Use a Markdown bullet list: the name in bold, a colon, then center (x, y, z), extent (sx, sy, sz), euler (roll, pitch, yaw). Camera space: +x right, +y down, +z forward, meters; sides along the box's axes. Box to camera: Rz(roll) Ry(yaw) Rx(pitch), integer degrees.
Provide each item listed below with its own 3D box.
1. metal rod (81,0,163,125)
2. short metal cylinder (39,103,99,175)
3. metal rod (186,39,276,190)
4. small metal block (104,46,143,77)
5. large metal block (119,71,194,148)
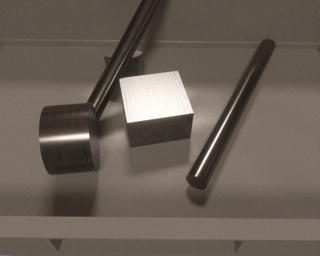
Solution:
- **metal rod**: center (-0.033, -0.135, 0.426), extent (0.025, 0.025, 0.299), euler (24, 83, 18)
- **short metal cylinder**: center (-0.101, 0.012, 0.358), extent (0.050, 0.080, 0.080), euler (-5, 50, -4)
- **metal rod**: center (0.112, -0.039, 0.438), extent (0.025, 0.025, 0.301), euler (23, 53, 17)
- **small metal block**: center (-0.052, -0.091, 0.465), extent (0.050, 0.050, 0.025), euler (11, 51, 9)
- **large metal block**: center (-0.007, -0.026, 0.411), extent (0.081, 0.050, 0.080), euler (-9, 51, -8)
